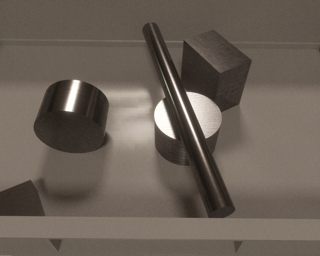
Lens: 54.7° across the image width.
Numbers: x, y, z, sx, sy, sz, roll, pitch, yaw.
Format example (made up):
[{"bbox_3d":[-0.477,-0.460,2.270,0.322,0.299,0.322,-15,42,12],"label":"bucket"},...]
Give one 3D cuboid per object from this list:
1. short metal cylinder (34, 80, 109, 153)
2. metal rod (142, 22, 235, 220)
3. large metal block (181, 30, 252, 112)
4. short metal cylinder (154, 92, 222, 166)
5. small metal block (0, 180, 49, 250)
[{"bbox_3d":[-0.106,-0.012,0.378,0.081,0.080,0.050,1,50,0],"label":"short metal cylinder"},{"bbox_3d":[0.021,-0.035,0.370,0.025,0.025,0.300,-10,51,-9],"label":"metal rod"},{"bbox_3d":[0.074,-0.077,0.435,0.050,0.080,0.080,-24,55,-19],"label":"large metal block"},{"bbox_3d":[0.033,0.000,0.389,0.081,0.050,0.080,0,50,0],"label":"short metal cylinder"},{"bbox_3d":[-0.152,0.090,0.327,0.050,0.025,0.050,-22,54,-18],"label":"small metal block"}]
